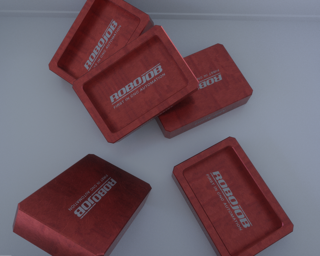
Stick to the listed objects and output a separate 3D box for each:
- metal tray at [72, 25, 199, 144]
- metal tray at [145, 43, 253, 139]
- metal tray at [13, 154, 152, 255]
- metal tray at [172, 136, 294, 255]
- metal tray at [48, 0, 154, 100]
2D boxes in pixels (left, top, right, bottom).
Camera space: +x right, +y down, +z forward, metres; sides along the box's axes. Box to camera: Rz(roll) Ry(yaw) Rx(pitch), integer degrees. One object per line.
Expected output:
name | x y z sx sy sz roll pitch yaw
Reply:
metal tray | -0.029 -0.052 0.382 0.130 0.030 0.090 -33 88 6
metal tray | 0.048 -0.053 0.427 0.131 0.030 0.090 -25 72 -9
metal tray | -0.073 0.082 0.330 0.090 0.131 0.030 27 114 9
metal tray | 0.084 0.087 0.376 0.090 0.030 0.130 -27 73 -10
metal tray | -0.079 -0.112 0.421 0.090 0.030 0.130 34 95 11
